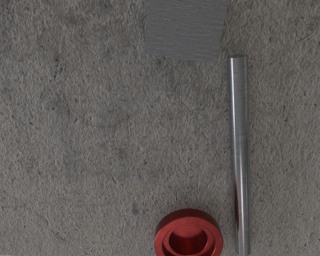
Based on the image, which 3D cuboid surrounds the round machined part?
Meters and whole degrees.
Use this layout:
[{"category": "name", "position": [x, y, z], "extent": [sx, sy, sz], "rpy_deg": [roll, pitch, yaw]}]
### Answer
[{"category": "round machined part", "position": [0.041, 0.160, 0.460], "extent": [0.099, 0.042, 0.097], "rpy_deg": [0, 110, 0]}]

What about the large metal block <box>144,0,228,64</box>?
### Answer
[{"category": "large metal block", "position": [0.028, -0.122, 0.352], "extent": [0.081, 0.050, 0.079], "rpy_deg": [8, 110, -3]}]

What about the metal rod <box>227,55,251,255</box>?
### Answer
[{"category": "metal rod", "position": [0.112, 0.051, 0.429], "extent": [0.025, 0.025, 0.298], "rpy_deg": [-6, 110, 2]}]
